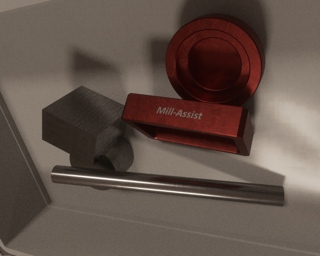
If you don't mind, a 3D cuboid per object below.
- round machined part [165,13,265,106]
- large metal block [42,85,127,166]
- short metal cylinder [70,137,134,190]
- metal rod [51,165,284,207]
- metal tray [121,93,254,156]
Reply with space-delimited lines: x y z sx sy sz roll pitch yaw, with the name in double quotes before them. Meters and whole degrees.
"round machined part" 0.059 -0.069 0.323 0.098 0.042 0.097 13 124 20
"large metal block" -0.099 -0.006 0.420 0.080 0.080 0.050 25 127 12
"short metal cylinder" -0.087 0.046 0.465 0.080 0.050 0.079 13 124 20
"metal rod" 0.003 0.074 0.407 0.301 0.025 0.025 4 121 10
"metal tray" 0.034 -0.003 0.349 0.130 0.030 0.090 9 167 23
